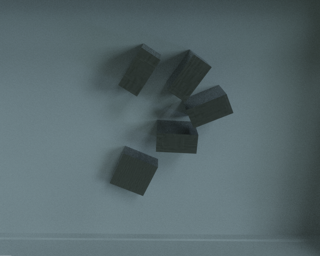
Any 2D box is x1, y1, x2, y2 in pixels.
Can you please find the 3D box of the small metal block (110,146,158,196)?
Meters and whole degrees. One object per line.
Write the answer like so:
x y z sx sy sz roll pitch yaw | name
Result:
-0.036 0.060 0.433 0.050 0.025 0.050 23 108 -9 | small metal block

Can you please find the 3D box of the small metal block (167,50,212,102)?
0.033 -0.064 0.374 0.025 0.050 0.050 33 107 -12 | small metal block

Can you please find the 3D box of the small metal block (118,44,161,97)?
-0.023 -0.071 0.371 0.025 0.050 0.050 32 107 -11 | small metal block

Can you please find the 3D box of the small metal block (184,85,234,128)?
0.059 -0.028 0.388 0.050 0.050 0.025 -22 109 7 | small metal block

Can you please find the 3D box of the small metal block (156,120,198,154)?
0.021 0.010 0.402 0.050 0.050 0.025 3 110 -1 | small metal block
